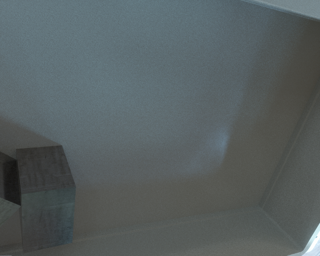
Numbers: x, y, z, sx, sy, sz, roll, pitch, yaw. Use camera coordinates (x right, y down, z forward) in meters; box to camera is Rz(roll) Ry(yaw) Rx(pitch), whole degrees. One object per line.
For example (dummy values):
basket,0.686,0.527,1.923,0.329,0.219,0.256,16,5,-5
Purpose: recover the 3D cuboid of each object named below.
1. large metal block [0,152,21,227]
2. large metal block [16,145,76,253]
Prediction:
large metal block,-0.192,0.071,0.312,0.080,0.080,0.050,-45,129,3
large metal block,-0.131,0.076,0.349,0.050,0.080,0.079,-3,120,-27
